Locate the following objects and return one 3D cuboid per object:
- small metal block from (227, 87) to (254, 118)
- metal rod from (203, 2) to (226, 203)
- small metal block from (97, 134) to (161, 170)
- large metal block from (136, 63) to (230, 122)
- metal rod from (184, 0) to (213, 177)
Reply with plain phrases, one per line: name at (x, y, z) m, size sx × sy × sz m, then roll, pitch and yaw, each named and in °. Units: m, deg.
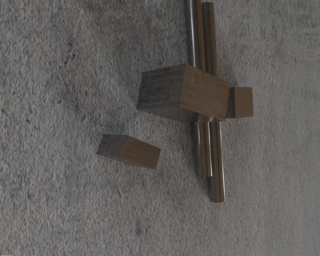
small metal block at (0.130, -0.042, 0.517) m, size 0.050 × 0.025 × 0.050 m, roll -6°, pitch 94°, yaw -40°
metal rod at (0.079, -0.036, 0.473) m, size 0.025 × 0.025 × 0.298 m, roll -7°, pitch 95°, yaw -40°
small metal block at (-0.036, 0.027, 0.360) m, size 0.050 × 0.050 × 0.025 m, roll 25°, pitch 74°, yaw -38°
large metal block at (0.029, -0.040, 0.396) m, size 0.081 × 0.080 × 0.050 m, roll 14°, pitch 81°, yaw -40°
metal rod at (0.055, -0.078, 0.453) m, size 0.025 × 0.025 × 0.298 m, roll -7°, pitch 95°, yaw -40°
